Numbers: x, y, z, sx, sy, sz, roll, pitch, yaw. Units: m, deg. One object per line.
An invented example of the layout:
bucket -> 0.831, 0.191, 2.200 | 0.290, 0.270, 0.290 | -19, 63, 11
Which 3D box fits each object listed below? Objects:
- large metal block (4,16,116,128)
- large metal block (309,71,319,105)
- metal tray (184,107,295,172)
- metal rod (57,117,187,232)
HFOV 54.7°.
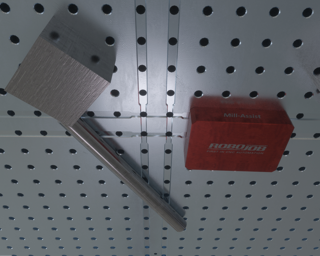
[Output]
large metal block -> -0.108, -0.059, 0.344 | 0.080, 0.050, 0.080 | 33, 123, -25
large metal block -> 0.228, -0.038, 0.345 | 0.080, 0.080, 0.050 | -26, 126, 20
metal tray -> 0.103, 0.018, 0.425 | 0.131, 0.030, 0.089 | 2, 130, -2
metal rod -> -0.042, 0.081, 0.479 | 0.025, 0.025, 0.300 | -26, 126, 20
